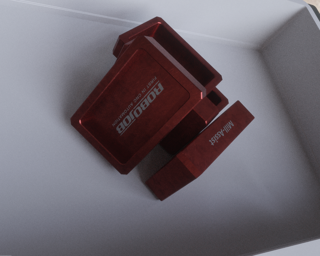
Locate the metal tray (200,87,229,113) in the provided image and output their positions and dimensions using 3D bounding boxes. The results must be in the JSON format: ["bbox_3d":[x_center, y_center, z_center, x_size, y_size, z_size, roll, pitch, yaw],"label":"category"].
[{"bbox_3d":[0.028,-0.057,0.453,0.130,0.030,0.091,46,52,5],"label":"metal tray"}]

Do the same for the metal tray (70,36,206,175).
[{"bbox_3d":[-0.026,-0.023,0.339,0.090,0.130,0.030,45,20,2],"label":"metal tray"}]

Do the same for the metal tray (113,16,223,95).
[{"bbox_3d":[0.012,-0.085,0.422,0.130,0.030,0.090,45,51,3],"label":"metal tray"}]

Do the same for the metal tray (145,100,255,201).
[{"bbox_3d":[0.049,0.026,0.374,0.030,0.090,0.131,49,51,5],"label":"metal tray"}]

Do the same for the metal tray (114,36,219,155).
[{"bbox_3d":[-0.003,-0.037,0.383,0.130,0.090,0.030,45,51,2],"label":"metal tray"}]
